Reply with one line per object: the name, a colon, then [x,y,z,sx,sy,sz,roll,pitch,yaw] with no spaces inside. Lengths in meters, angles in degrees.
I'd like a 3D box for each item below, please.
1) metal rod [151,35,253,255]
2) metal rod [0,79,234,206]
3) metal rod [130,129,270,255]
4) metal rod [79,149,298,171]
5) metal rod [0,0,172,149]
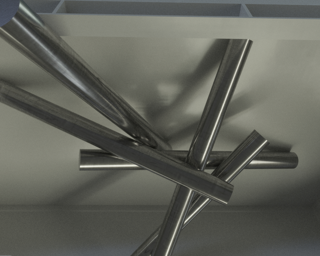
metal rod: [0.042,0.042,0.365,0.025,0.025,0.298,15,104,-13]
metal rod: [-0.062,0.012,0.352,0.301,0.025,0.025,24,129,6]
metal rod: [0.028,0.119,0.410,0.025,0.025,0.299,36,103,-27]
metal rod: [0.050,0.042,0.405,0.302,0.025,0.025,2,131,-19]
metal rod: [-0.041,-0.017,0.306,0.025,0.025,0.300,-16,156,13]
